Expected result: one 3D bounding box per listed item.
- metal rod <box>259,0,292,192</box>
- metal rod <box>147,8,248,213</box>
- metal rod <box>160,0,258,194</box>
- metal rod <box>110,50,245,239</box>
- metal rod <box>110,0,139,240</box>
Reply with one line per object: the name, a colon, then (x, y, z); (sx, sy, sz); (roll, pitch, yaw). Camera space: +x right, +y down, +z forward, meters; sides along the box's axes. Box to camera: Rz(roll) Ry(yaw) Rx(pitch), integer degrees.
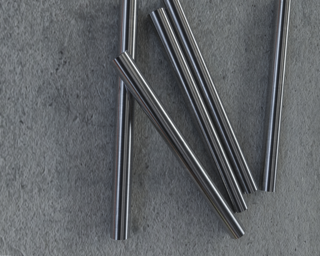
metal rod: (0.176, -0.054, 0.473); (0.025, 0.025, 0.298); (6, 88, -20)
metal rod: (0.056, -0.018, 0.429); (0.025, 0.025, 0.299); (-27, 99, -18)
metal rod: (0.071, -0.043, 0.434); (0.025, 0.025, 0.299); (-27, 99, -18)
metal rod: (0.032, 0.034, 0.405); (0.025, 0.025, 0.299); (-39, 108, -16)
metal rod: (-0.045, -0.012, 0.392); (0.025, 0.025, 0.298); (2, 89, -20)
